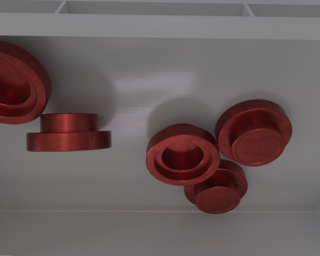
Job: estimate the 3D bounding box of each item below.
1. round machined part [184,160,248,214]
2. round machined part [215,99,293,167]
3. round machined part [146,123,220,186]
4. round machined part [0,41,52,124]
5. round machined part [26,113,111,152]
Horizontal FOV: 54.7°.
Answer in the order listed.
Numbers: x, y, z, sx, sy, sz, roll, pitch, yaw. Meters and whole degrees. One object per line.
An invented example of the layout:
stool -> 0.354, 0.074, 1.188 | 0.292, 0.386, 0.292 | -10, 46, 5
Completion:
round machined part -> 0.087, 0.097, 0.481 | 0.099, 0.042, 0.097 | 0, 130, 0
round machined part -> 0.125, 0.014, 0.410 | 0.099, 0.042, 0.097 | 0, 130, 0
round machined part -> 0.030, 0.032, 0.426 | 0.099, 0.042, 0.097 | 0, 130, 0
round machined part -> -0.173, -0.054, 0.350 | 0.099, 0.042, 0.097 | 0, 130, 0
round machined part -> -0.109, 0.004, 0.377 | 0.099, 0.098, 0.042 | -1, 90, 1
